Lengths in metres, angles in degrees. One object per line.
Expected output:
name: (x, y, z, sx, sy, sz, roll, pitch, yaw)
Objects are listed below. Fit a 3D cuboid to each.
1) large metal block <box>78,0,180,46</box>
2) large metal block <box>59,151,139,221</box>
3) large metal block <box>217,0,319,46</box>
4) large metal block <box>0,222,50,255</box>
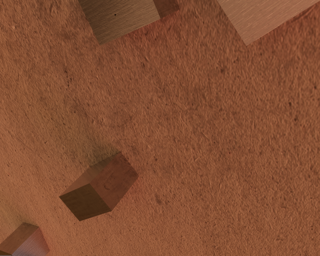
large metal block: (-0.038, -0.143, 0.322, 0.080, 0.050, 0.080, -12, 112, 33)
large metal block: (-0.092, 0.089, 0.475, 0.080, 0.080, 0.050, -27, 104, 37)
large metal block: (0.091, -0.131, 0.262, 0.080, 0.050, 0.080, -29, 103, 37)
large metal block: (-0.310, 0.278, 0.707, 0.050, 0.080, 0.079, 5, 121, 25)
